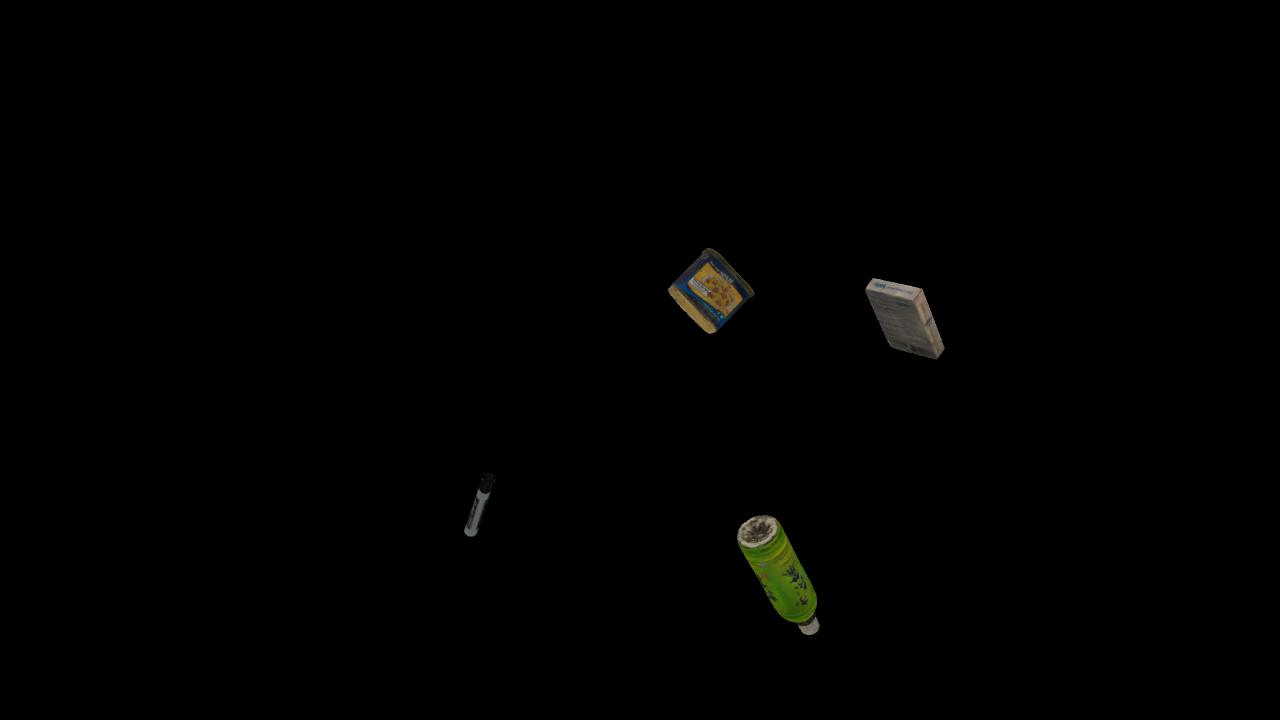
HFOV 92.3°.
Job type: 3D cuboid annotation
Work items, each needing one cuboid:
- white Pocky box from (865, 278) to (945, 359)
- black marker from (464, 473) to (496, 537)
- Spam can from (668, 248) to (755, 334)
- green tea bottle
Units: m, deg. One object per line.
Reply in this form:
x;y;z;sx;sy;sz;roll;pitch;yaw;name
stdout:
0.411;-0.062;0.953;0.084;0.028;0.154;25;-17;48;white Pocky box
-0.221;0.200;0.850;0.020;0.121;0.020;18;33;-12;black marker
0.106;-0.103;0.930;0.101;0.085;0.058;45;-10;-6;Spam can
0.219;0.332;0.929;0.073;0.212;0.073;-27;21;11;green tea bottle
